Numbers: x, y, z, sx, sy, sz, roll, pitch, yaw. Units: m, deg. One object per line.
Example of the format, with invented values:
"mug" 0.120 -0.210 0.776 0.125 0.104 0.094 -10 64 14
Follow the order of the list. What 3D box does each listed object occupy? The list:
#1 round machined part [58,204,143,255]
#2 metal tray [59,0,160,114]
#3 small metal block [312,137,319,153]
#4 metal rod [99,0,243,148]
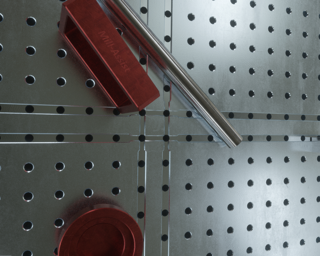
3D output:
"round machined part" -0.073 0.141 0.378 0.099 0.042 0.097 0 90 -21
"metal tray" -0.061 -0.078 0.355 0.030 0.090 0.130 -39 103 -16
"small metal block" 0.289 0.028 0.509 0.050 0.050 0.025 -1 91 -20
"metal rod" 0.012 -0.085 0.417 0.025 0.025 0.300 -47 105 -14
